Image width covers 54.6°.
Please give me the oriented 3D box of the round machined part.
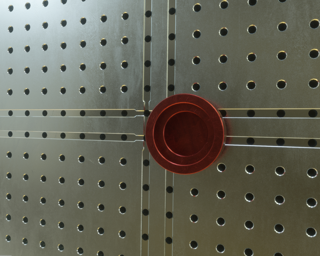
[{"bbox_3d":[0.035,0.007,0.392,0.098,0.042,0.097,0,90,20],"label":"round machined part"}]
